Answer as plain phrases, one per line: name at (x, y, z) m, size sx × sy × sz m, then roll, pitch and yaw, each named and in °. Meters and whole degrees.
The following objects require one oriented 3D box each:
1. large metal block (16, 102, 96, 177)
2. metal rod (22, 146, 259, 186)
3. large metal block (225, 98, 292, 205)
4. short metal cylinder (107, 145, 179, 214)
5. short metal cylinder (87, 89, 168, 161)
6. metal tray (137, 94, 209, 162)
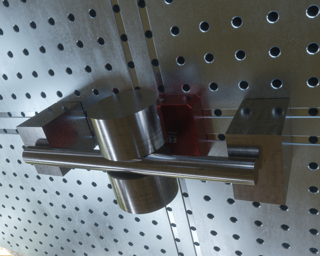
large metal block at (-0.151, 0.014, 0.463) m, size 0.050 × 0.080 × 0.080 m, roll 1°, pitch 119°, yaw 28°
metal rod at (-0.044, 0.039, 0.354) m, size 0.300 × 0.025 × 0.025 m, roll 1°, pitch 119°, yaw 27°
large metal block at (0.109, 0.022, 0.330) m, size 0.050 × 0.080 × 0.080 m, roll 1°, pitch 119°, yaw 28°
short metal cylinder at (-0.021, 0.060, 0.385) m, size 0.080 × 0.080 × 0.050 m, roll 1°, pitch 119°, yaw 28°
short metal cylinder at (-0.036, -0.006, 0.352) m, size 0.080 × 0.080 × 0.050 m, roll 1°, pitch 119°, yaw 28°
metal tray at (-0.007, 0.004, 0.414) m, size 0.130 × 0.030 × 0.089 m, roll 1°, pitch 119°, yaw 27°
